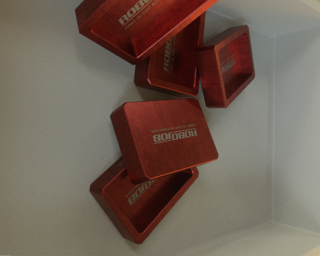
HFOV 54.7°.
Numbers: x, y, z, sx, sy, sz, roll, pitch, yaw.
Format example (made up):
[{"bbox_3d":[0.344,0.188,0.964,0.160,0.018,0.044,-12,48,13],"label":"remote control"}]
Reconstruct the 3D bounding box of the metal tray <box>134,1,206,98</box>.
[{"bbox_3d":[0.016,-0.113,0.418,0.091,0.030,0.129,9,84,-40],"label":"metal tray"}]

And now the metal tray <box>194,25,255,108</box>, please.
[{"bbox_3d":[0.103,-0.095,0.468,0.131,0.030,0.089,-40,123,-45],"label":"metal tray"}]

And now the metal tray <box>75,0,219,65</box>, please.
[{"bbox_3d":[-0.012,-0.130,0.323,0.090,0.130,0.030,23,42,-49],"label":"metal tray"}]

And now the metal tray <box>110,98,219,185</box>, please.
[{"bbox_3d":[0.010,0.011,0.388,0.131,0.030,0.090,-9,75,-43],"label":"metal tray"}]

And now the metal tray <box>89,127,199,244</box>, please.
[{"bbox_3d":[-0.013,0.067,0.394,0.131,0.030,0.090,-43,116,-32],"label":"metal tray"}]
